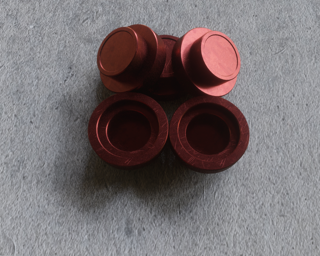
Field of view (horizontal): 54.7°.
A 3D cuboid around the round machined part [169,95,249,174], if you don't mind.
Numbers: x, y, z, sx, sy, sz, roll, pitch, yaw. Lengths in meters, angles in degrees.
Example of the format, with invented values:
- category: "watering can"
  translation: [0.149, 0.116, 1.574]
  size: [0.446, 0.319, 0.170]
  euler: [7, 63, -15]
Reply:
- category: "round machined part"
  translation: [0.060, 0.011, 0.397]
  size: [0.099, 0.042, 0.098]
  euler: [0, 70, -1]

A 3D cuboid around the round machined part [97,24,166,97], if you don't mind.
- category: "round machined part"
  translation: [-0.044, -0.093, 0.408]
  size: [0.098, 0.042, 0.098]
  euler: [-10, 71, 31]

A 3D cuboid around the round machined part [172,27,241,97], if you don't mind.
- category: "round machined part"
  translation: [0.068, -0.088, 0.410]
  size: [0.099, 0.042, 0.098]
  euler: [8, 74, -30]

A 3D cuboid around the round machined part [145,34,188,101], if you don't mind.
- category: "round machined part"
  translation: [0.007, -0.090, 0.433]
  size: [0.099, 0.042, 0.098]
  euler: [0, 70, -1]

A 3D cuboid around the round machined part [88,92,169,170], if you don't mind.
- category: "round machined part"
  translation: [-0.039, 0.006, 0.397]
  size: [0.099, 0.042, 0.098]
  euler: [0, 70, -1]
